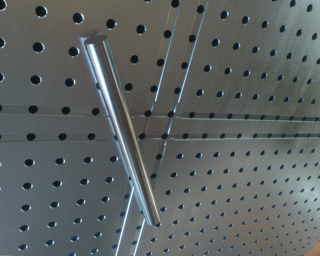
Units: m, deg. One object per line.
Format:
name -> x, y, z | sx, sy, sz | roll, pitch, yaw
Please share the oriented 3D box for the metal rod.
metal rod -> -0.038, 0.027, 0.405 | 0.025, 0.025, 0.299 | -24, 127, -14
